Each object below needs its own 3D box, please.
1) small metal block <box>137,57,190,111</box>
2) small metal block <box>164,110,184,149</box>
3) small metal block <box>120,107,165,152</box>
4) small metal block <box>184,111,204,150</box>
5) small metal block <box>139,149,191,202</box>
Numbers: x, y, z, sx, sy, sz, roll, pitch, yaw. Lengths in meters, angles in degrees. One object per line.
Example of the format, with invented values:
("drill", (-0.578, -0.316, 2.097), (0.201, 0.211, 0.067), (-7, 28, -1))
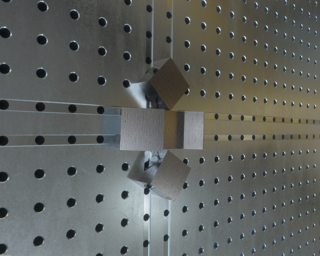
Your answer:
("small metal block", (0.006, -0.057, 0.413), (0.050, 0.025, 0.050), (-52, 120, -28))
("small metal block", (0.007, 0.003, 0.413), (0.050, 0.025, 0.050), (2, 88, -40))
("small metal block", (-0.021, 0.002, 0.374), (0.050, 0.025, 0.050), (2, 89, -4))
("small metal block", (0.048, 0.004, 0.431), (0.050, 0.025, 0.050), (11, 80, -80))
("small metal block", (0.008, 0.063, 0.414), (0.050, 0.025, 0.050), (41, 66, -31))
